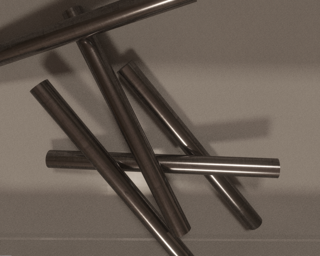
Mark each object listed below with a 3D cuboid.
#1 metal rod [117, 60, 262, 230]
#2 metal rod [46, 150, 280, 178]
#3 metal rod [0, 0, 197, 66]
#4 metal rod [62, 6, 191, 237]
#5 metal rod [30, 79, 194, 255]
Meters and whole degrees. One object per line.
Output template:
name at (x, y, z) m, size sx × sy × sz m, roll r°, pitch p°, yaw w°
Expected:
metal rod at (0.049, 0.033, 0.424) m, size 0.025 × 0.025 × 0.300 m, roll -37°, pitch 107°, yaw 12°
metal rod at (-0.001, 0.047, 0.408) m, size 0.302 × 0.025 × 0.025 m, roll 2°, pitch 110°, yaw 7°
metal rod at (-0.109, -0.104, 0.342) m, size 0.301 × 0.025 × 0.025 m, roll -13°, pitch 110°, yaw 15°
metal rod at (-0.037, -0.003, 0.377) m, size 0.025 × 0.025 × 0.299 m, roll -25°, pitch 96°, yaw 8°
metal rod at (-0.053, 0.066, 0.393) m, size 0.025 × 0.025 × 0.300 m, roll -35°, pitch 101°, yaw 12°
